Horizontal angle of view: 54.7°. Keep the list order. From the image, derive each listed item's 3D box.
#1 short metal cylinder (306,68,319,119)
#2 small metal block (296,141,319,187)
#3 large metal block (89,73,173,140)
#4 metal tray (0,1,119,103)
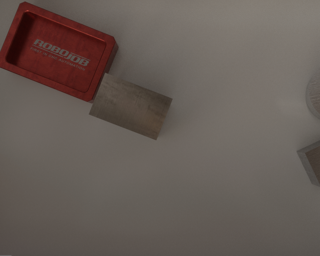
[{"bbox_3d":[0.230,-0.045,0.389,0.080,0.050,0.079,0,89,20],"label":"short metal cylinder"},{"bbox_3d":[0.221,0.044,0.414,0.050,0.025,0.050,-25,90,-1],"label":"small metal block"},{"bbox_3d":[-0.033,-0.024,0.384,0.080,0.080,0.050,21,90,-1],"label":"large metal block"},{"bbox_3d":[-0.132,-0.097,0.407,0.131,0.030,0.090,22,90,-1],"label":"metal tray"}]
